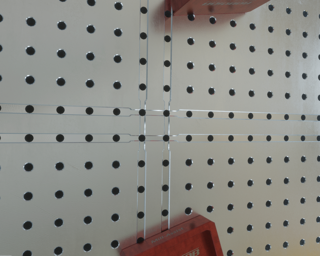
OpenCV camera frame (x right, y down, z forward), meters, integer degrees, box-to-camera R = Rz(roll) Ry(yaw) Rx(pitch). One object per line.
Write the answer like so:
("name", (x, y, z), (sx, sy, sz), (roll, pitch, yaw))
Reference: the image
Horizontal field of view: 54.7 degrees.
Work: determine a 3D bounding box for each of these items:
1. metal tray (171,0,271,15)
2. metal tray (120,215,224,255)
("metal tray", (0.090, -0.182, 0.412), (0.131, 0.090, 0.030), (-10, 94, -20))
("metal tray", (0.022, 0.186, 0.419), (0.131, 0.030, 0.089), (-18, 96, -20))
